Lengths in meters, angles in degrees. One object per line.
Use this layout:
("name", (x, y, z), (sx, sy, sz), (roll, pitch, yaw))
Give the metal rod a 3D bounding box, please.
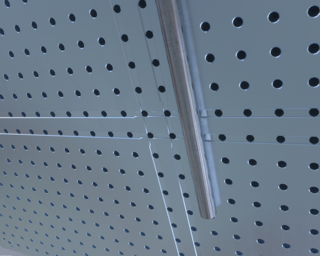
("metal rod", (0.038, -0.007, 0.386), (0.025, 0.025, 0.298), (1, 119, 28))
